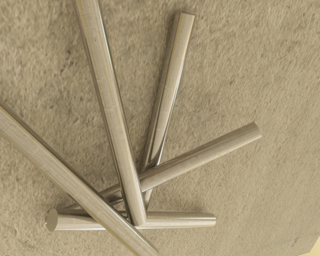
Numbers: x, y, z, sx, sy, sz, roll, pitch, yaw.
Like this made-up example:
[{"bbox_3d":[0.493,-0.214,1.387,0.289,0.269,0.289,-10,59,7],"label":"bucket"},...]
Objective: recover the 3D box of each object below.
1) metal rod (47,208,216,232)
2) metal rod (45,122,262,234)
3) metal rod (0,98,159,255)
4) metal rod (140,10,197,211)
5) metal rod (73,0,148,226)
[{"bbox_3d":[-0.015,0.134,0.449,0.302,0.025,0.025,16,110,-43],"label":"metal rod"},{"bbox_3d":[-0.008,0.065,0.411,0.301,0.025,0.025,-24,128,-1],"label":"metal rod"},{"bbox_3d":[-0.097,0.062,0.343,0.025,0.025,0.300,-40,114,-2],"label":"metal rod"},{"bbox_3d":[-0.002,0.003,0.409,0.025,0.025,0.298,-1,119,-28],"label":"metal rod"},{"bbox_3d":[-0.051,-0.015,0.338,0.025,0.025,0.298,-18,116,-18],"label":"metal rod"}]
